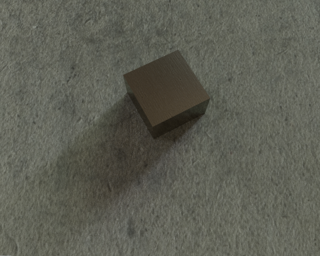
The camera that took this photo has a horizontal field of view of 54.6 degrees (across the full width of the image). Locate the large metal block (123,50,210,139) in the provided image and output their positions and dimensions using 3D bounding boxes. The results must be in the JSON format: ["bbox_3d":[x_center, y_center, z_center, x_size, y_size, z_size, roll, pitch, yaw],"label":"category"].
[{"bbox_3d":[0.008,-0.044,0.411,0.080,0.050,0.080,-27,72,-9],"label":"large metal block"}]
